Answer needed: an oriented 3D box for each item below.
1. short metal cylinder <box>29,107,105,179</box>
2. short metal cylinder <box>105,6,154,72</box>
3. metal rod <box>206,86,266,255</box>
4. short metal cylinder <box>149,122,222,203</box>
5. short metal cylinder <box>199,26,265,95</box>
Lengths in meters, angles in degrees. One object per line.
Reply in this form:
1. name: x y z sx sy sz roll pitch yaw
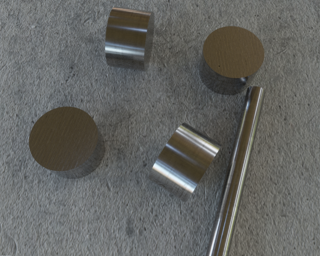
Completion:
1. short metal cylinder: -0.113 0.020 0.387 0.081 0.050 0.080 0 70 0
2. short metal cylinder: -0.039 -0.120 0.423 0.050 0.080 0.080 9 70 3
3. metal rod: 0.087 0.083 0.378 0.025 0.025 0.299 17 71 6
4. short metal cylinder: 0.030 0.040 0.365 0.050 0.080 0.080 32 73 11
5. short metal cylinder: 0.097 -0.092 0.429 0.081 0.050 0.080 0 70 0
